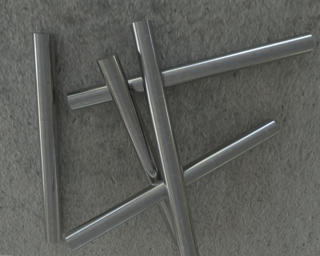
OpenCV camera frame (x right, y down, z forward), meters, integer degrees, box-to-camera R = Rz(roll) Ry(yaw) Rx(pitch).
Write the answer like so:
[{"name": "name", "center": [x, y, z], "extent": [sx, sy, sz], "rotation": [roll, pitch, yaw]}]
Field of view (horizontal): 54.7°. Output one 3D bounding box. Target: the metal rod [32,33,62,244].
[{"name": "metal rod", "center": [-0.149, 0.027, 0.417], "extent": [0.025, 0.025, 0.298], "rotation": [4, 110, -2]}]

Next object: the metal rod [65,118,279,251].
[{"name": "metal rod", "center": [0.019, 0.070, 0.400], "extent": [0.301, 0.025, 0.025], "rotation": [-29, 108, -4]}]

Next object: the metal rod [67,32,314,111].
[{"name": "metal rod", "center": [0.034, -0.069, 0.385], "extent": [0.302, 0.025, 0.025], "rotation": [-13, 110, 4]}]

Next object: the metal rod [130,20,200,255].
[{"name": "metal rod", "center": [0.009, 0.025, 0.370], "extent": [0.025, 0.025, 0.298], "rotation": [-12, 95, 4]}]

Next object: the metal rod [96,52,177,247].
[{"name": "metal rod", "center": [-0.013, 0.046, 0.410], "extent": [0.025, 0.025, 0.298], "rotation": [-17, 116, 6]}]
